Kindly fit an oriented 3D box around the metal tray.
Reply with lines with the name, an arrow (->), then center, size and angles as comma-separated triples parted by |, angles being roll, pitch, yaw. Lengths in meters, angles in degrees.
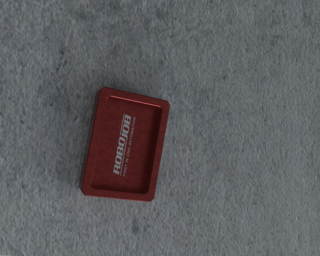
metal tray -> -0.044, 0.022, 0.389 | 0.091, 0.030, 0.129 | 11, 86, -20
